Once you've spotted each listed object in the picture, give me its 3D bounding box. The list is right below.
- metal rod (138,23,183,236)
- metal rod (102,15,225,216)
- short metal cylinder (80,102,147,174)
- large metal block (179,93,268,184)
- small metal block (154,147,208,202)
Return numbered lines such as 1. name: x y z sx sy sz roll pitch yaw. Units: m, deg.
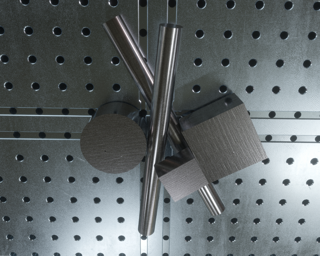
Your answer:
1. metal rod: -0.004 0.022 0.397 0.025 0.025 0.298 6 118 -2
2. metal rod: 0.013 -0.003 0.408 0.025 0.025 0.299 -27 109 9
3. short metal cylinder: -0.057 0.012 0.400 0.081 0.050 0.079 0 110 -1
4. large metal block: 0.080 0.012 0.401 0.080 0.050 0.080 -26 108 9
5. small metal block: 0.028 0.060 0.398 0.050 0.025 0.050 -29 123 2
